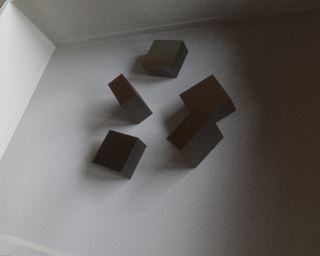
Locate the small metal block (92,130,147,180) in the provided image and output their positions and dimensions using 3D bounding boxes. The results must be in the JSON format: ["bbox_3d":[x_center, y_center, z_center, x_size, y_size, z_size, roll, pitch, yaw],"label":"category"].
[{"bbox_3d":[-0.054,0.035,0.411,0.050,0.025,0.050,14,68,33],"label":"small metal block"}]

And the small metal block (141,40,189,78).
[{"bbox_3d":[0.008,-0.104,0.464,0.050,0.025,0.050,11,67,32],"label":"small metal block"}]

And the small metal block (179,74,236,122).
[{"bbox_3d":[0.060,-0.032,0.393,0.050,0.025,0.050,-31,52,7],"label":"small metal block"}]

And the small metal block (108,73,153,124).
[{"bbox_3d":[-0.041,-0.041,0.435,0.025,0.050,0.050,-37,51,3],"label":"small metal block"}]

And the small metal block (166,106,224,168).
[{"bbox_3d":[0.042,0.012,0.360,0.050,0.050,0.025,-47,52,-5],"label":"small metal block"}]
